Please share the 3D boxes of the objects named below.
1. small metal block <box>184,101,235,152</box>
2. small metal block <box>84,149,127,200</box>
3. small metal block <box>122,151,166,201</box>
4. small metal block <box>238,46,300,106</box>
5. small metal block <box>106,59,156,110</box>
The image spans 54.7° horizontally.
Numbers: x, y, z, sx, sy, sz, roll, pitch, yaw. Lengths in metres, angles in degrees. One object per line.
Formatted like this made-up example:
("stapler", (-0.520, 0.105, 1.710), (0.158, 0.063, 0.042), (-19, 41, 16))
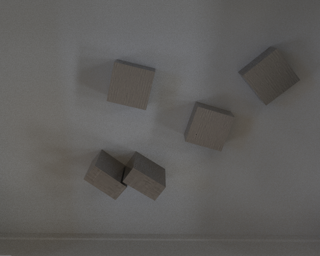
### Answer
("small metal block", (0.064, -0.002, 0.411), (0.050, 0.025, 0.050), (16, 109, -6))
("small metal block", (-0.070, 0.062, 0.420), (0.050, 0.050, 0.025), (37, 106, -13))
("small metal block", (-0.020, 0.064, 0.421), (0.050, 0.050, 0.025), (33, 107, -12))
("small metal block", (0.136, -0.065, 0.388), (0.050, 0.025, 0.050), (-39, 106, 13))
("small metal block", (-0.036, -0.055, 0.391), (0.050, 0.025, 0.050), (13, 110, -5))
